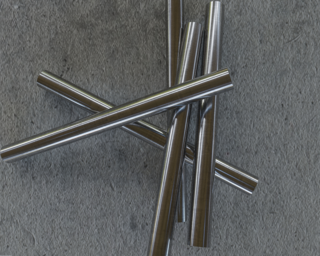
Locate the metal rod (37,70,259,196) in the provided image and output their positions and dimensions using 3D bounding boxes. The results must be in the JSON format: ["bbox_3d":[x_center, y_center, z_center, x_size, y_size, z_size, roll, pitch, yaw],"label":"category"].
[{"bbox_3d":[-0.021,0.002,0.390,0.301,0.025,0.025,27,90,7],"label":"metal rod"}]

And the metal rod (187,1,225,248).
[{"bbox_3d":[0.057,-0.018,0.369,0.025,0.025,0.299,7,74,0],"label":"metal rod"}]

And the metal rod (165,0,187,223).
[{"bbox_3d":[0.021,-0.028,0.409,0.025,0.025,0.298,-1,90,0],"label":"metal rod"}]

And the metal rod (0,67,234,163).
[{"bbox_3d":[-0.063,-0.009,0.370,0.301,0.025,0.025,-18,90,15],"label":"metal rod"}]

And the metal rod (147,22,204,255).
[{"bbox_3d":[0.019,0.014,0.360,0.025,0.025,0.299,10,75,0],"label":"metal rod"}]
